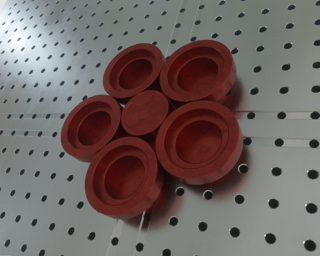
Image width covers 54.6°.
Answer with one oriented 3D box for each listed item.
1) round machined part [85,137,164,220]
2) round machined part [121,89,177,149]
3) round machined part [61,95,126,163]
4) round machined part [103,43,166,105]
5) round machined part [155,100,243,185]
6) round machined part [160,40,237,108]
[{"bbox_3d":[-0.039,0.063,0.379,0.098,0.042,0.098,-13,56,21],"label":"round machined part"},{"bbox_3d":[-0.012,-0.011,0.411,0.098,0.042,0.098,-13,56,21],"label":"round machined part"},{"bbox_3d":[-0.088,0.004,0.441,0.098,0.042,0.098,-13,56,21],"label":"round machined part"},{"bbox_3d":[-0.032,-0.075,0.461,0.098,0.042,0.098,-13,56,21],"label":"round machined part"},{"bbox_3d":[0.047,0.020,0.361,0.098,0.042,0.098,-13,56,21],"label":"round machined part"},{"bbox_3d":[0.052,-0.065,0.410,0.098,0.042,0.098,-13,56,21],"label":"round machined part"}]
